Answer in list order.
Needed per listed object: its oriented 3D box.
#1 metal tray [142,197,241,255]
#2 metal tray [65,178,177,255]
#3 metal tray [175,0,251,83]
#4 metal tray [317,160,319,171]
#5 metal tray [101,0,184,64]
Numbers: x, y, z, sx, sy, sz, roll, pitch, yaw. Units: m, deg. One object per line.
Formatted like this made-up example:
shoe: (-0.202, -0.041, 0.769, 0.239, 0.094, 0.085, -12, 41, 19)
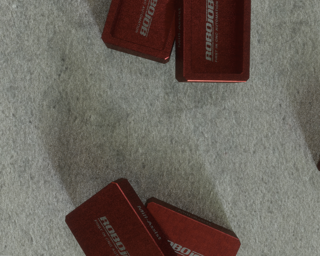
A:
metal tray: (0.027, 0.159, 0.408, 0.131, 0.030, 0.090, 24, 90, -1)
metal tray: (-0.047, 0.140, 0.385, 0.090, 0.030, 0.130, -38, 80, 15)
metal tray: (0.067, -0.123, 0.390, 0.091, 0.030, 0.129, -2, 95, -17)
metal tray: (0.292, 0.044, 0.411, 0.131, 0.030, 0.090, 25, 90, -1)
metal tray: (-0.015, -0.160, 0.407, 0.091, 0.030, 0.129, 16, 90, -1)
